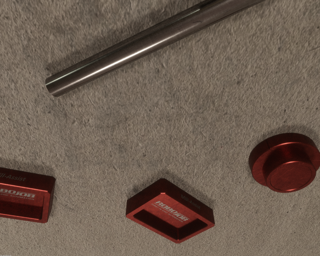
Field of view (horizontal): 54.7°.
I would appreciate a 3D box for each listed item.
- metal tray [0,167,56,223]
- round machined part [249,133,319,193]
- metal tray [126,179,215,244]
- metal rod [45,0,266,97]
[{"bbox_3d":[-0.239,0.105,0.489,0.131,0.030,0.089,13,129,-11],"label":"metal tray"},{"bbox_3d":[0.182,0.057,0.447,0.099,0.042,0.097,-1,130,0],"label":"round machined part"},{"bbox_3d":[0.019,0.145,0.527,0.090,0.030,0.130,-37,121,27],"label":"metal tray"},{"bbox_3d":[0.009,-0.100,0.322,0.300,0.025,0.025,-21,127,16],"label":"metal rod"}]
